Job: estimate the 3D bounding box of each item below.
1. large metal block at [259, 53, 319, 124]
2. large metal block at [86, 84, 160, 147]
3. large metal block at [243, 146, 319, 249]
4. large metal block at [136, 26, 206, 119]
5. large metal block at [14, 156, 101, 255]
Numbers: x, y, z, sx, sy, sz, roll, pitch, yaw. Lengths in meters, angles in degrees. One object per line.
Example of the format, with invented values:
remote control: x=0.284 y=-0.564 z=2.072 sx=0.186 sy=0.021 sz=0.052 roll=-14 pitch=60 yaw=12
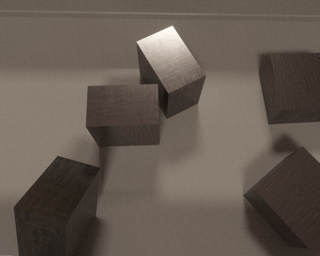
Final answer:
large metal block: x=0.188 y=-0.053 z=0.418 sx=0.081 sy=0.050 sz=0.080 roll=-3 pitch=70 yaw=-2
large metal block: x=-0.042 y=-0.013 z=0.385 sx=0.081 sy=0.080 sz=0.050 roll=-2 pitch=70 yaw=-1
large metal block: x=0.162 y=0.083 z=0.368 sx=0.080 sy=0.050 sz=0.080 roll=-38 pitch=75 yaw=-13
large metal block: x=0.012 y=-0.070 z=0.406 sx=0.050 sy=0.080 sz=0.080 roll=-27 pitch=73 yaw=-10
large metal block: x=-0.105 y=0.090 z=0.329 sx=0.050 sy=0.079 sz=0.080 roll=15 pitch=32 yaw=5
